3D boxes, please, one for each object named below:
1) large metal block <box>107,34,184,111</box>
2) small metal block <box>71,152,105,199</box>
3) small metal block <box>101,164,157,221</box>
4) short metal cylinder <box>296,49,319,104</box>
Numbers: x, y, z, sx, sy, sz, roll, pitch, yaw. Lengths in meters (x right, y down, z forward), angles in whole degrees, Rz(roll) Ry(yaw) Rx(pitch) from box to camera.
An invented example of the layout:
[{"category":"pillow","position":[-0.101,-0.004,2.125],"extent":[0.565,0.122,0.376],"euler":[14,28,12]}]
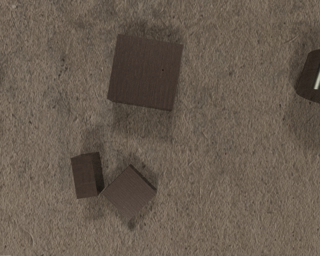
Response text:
[{"category":"large metal block","position":[-0.018,-0.068,0.397],"extent":[0.080,0.050,0.080],"euler":[9,90,-1]},{"category":"small metal block","position":[-0.091,0.059,0.396],"extent":[0.025,0.050,0.050],"euler":[-9,90,0]},{"category":"small metal block","position":[-0.040,0.084,0.410],"extent":[0.050,0.025,0.050],"euler":[-45,91,0]},{"category":"short metal cylinder","position":[0.219,-0.060,0.385],"extent":[0.080,0.080,0.050],"euler":[18,90,-1]}]
